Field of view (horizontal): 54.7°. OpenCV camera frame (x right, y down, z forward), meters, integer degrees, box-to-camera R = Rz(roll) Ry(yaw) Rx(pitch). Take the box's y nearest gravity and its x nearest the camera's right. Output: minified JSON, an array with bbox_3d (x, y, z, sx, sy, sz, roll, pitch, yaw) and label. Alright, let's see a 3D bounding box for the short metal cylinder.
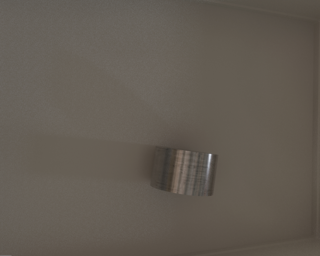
[{"bbox_3d":[0.031,0.053,0.394,0.081,0.080,0.050,9,87,-20],"label":"short metal cylinder"}]
